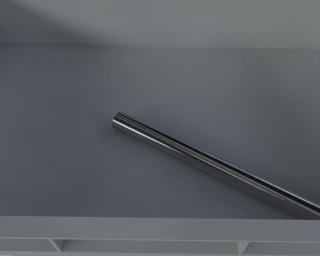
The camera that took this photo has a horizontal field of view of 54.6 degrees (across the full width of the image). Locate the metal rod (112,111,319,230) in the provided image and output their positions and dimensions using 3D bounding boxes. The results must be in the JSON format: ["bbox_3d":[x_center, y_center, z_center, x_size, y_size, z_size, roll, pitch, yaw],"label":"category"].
[{"bbox_3d":[0.072,0.049,0.364,0.300,0.025,0.025,25,54,19],"label":"metal rod"}]
